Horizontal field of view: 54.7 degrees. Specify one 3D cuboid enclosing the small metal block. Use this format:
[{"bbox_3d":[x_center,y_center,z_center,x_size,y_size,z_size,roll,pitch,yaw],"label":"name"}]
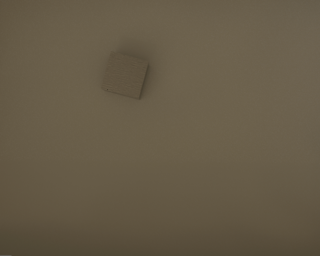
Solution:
[{"bbox_3d":[-0.045,-0.068,0.411,0.050,0.025,0.050,15,90,-1],"label":"small metal block"}]
